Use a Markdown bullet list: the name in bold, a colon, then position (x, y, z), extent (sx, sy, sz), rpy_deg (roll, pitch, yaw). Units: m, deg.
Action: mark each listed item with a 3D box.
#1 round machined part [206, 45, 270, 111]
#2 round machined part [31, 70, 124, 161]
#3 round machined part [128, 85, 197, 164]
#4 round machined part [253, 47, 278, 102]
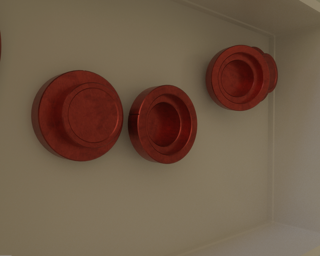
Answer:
- **round machined part**: position (0.115, -0.076, 0.479), extent (0.099, 0.042, 0.097), rpy_deg (-2, 97, -16)
- **round machined part**: position (-0.080, -0.013, 0.330), extent (0.099, 0.042, 0.097), rpy_deg (0, 90, -40)
- **round machined part**: position (-0.001, -0.005, 0.397), extent (0.099, 0.042, 0.097), rpy_deg (0, 90, -40)
- **round machined part**: position (0.169, -0.093, 0.541), extent (0.099, 0.042, 0.097), rpy_deg (0, 90, -40)
